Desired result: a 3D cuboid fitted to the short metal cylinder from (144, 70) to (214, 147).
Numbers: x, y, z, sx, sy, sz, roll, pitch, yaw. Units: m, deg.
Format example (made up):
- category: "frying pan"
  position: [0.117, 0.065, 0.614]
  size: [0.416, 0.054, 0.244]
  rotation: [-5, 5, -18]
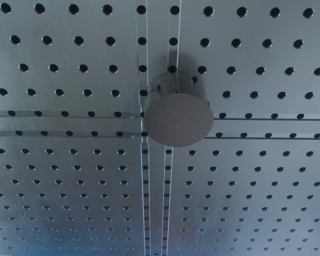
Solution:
- category: "short metal cylinder"
  position: [0.021, -0.023, 0.376]
  size: [0.080, 0.050, 0.080]
  rotation: [0, 130, 0]
